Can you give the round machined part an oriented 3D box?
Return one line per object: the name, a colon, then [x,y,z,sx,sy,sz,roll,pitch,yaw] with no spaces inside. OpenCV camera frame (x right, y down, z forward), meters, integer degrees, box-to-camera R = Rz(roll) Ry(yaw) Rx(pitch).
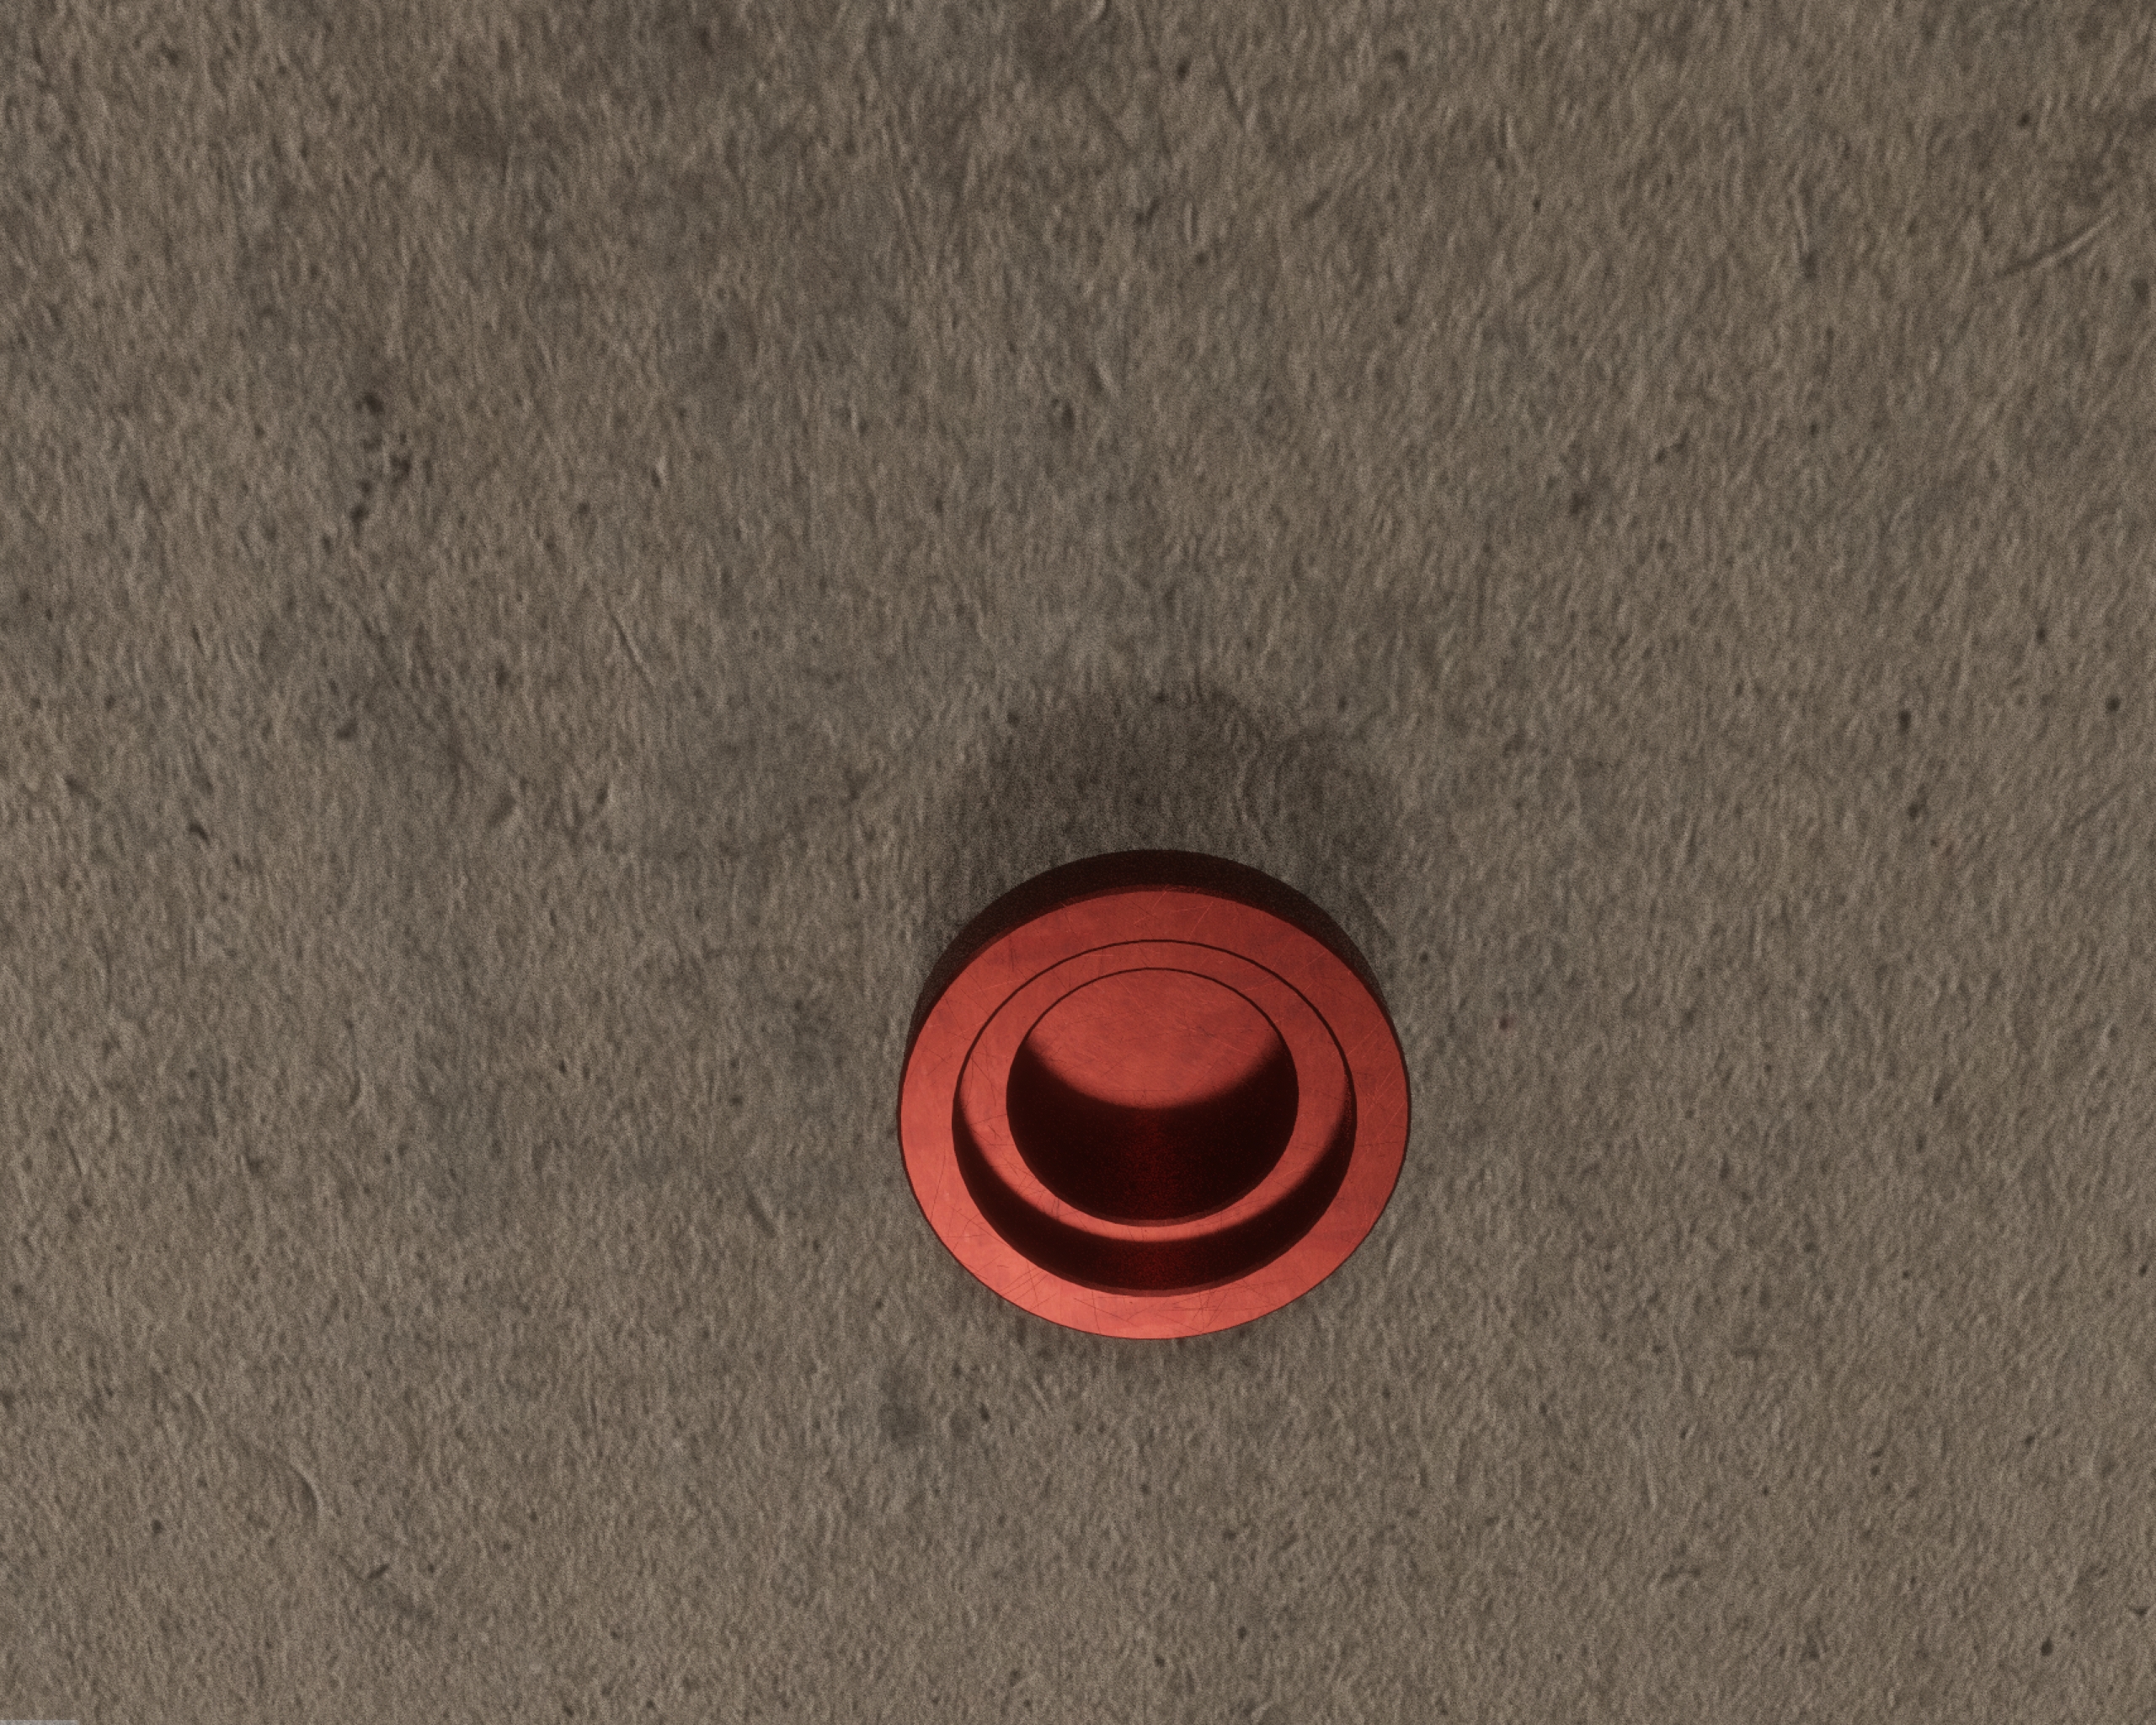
round machined part: [0.014,0.042,0.418,0.099,0.042,0.097,0,110,-1]
